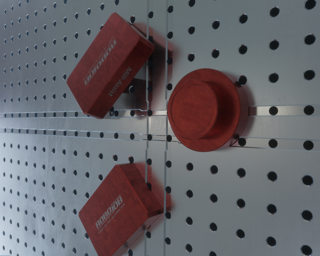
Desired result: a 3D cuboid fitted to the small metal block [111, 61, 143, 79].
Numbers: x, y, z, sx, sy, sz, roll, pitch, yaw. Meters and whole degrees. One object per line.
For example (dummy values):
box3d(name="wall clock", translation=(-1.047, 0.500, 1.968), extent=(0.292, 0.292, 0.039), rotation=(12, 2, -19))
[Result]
box3d(name="small metal block", translation=(-0.050, -0.099, 0.451), extent=(0.050, 0.025, 0.050), rotation=(12, 98, 39))

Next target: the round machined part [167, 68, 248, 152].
box3d(name="round machined part", translation=(0.047, -0.020, 0.359), extent=(0.098, 0.042, 0.097), rotation=(0, 90, 40))

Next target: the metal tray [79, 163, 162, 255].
box3d(name="metal tray", translation=(-0.063, 0.125, 0.459), extent=(0.129, 0.030, 0.090), rotation=(-51, 60, 27))

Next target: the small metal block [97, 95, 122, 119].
box3d(name="small metal block", translation=(-0.092, -0.049, 0.486), extent=(0.050, 0.025, 0.050), rotation=(45, 117, 30))

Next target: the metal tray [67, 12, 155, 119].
box3d(name="metal tray", translation=(-0.075, -0.089, 0.442), extent=(0.130, 0.030, 0.090), rotation=(-51, 49, 15))
